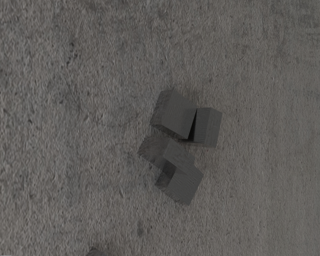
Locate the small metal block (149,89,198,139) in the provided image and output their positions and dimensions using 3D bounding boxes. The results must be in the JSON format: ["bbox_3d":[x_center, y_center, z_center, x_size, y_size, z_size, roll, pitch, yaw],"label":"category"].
[{"bbox_3d":[0.019,-0.018,0.420,0.050,0.025,0.050,29,72,-36],"label":"small metal block"}]

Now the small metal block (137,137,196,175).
[{"bbox_3d":[0.008,0.035,0.395,0.050,0.050,0.025,39,66,-33],"label":"small metal block"}]

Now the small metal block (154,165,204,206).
[{"bbox_3d":[0.028,0.072,0.428,0.050,0.025,0.050,45,63,-31],"label":"small metal block"}]

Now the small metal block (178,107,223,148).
[{"bbox_3d":[0.056,0.000,0.435,0.025,0.050,0.050,20,77,-38],"label":"small metal block"}]

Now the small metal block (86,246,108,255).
[{"bbox_3d":[-0.067,0.171,0.349,0.050,0.025,0.050,48,62,-30],"label":"small metal block"}]
